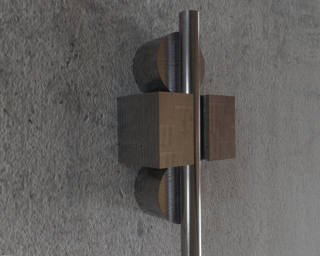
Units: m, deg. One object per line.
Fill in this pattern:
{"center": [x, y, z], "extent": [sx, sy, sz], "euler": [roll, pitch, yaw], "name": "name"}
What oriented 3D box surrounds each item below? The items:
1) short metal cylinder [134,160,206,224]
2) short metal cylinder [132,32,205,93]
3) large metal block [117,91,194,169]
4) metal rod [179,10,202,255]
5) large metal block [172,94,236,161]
{"center": [0.013, 0.078, 0.402], "extent": [0.081, 0.050, 0.080], "euler": [0, 89, -40], "name": "short metal cylinder"}
{"center": [0.012, -0.078, 0.399], "extent": [0.081, 0.050, 0.080], "euler": [0, 89, -40], "name": "short metal cylinder"}
{"center": [-0.007, 0.002, 0.364], "extent": [0.050, 0.080, 0.080], "euler": [-1, 91, -40], "name": "large metal block"}
{"center": [0.036, 0.013, 0.371], "extent": [0.025, 0.025, 0.298], "euler": [-1, 90, -40], "name": "metal rod"}
{"center": [0.052, -0.001, 0.413], "extent": [0.050, 0.080, 0.080], "euler": [-1, 91, -40], "name": "large metal block"}
